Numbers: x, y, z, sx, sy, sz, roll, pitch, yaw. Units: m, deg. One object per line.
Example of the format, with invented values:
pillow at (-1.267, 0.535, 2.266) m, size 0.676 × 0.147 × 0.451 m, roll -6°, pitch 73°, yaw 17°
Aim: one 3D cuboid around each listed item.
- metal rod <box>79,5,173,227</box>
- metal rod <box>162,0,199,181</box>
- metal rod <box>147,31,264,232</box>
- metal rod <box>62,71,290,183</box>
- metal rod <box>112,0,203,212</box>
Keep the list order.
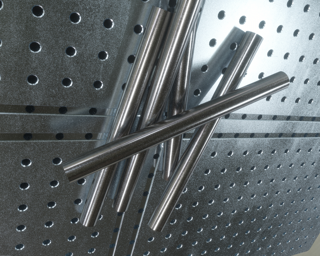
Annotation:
metal rod at (-0.049, 0.001, 0.386) m, size 0.025 × 0.025 × 0.298 m, roll 9°, pitch 114°, yaw -33°
metal rod at (0.025, -0.057, 0.391) m, size 0.025 × 0.025 × 0.298 m, roll -10°, pitch 123°, yaw -24°
metal rod at (0.058, 0.011, 0.428) m, size 0.025 × 0.025 × 0.298 m, roll 20°, pitch 100°, yaw -36°
metal rod at (0.032, -0.008, 0.377) m, size 0.302 × 0.025 × 0.025 m, roll -23°, pitch 127°, yaw -16°
metal rod at (-0.013, -0.011, 0.383) m, size 0.025 × 0.025 × 0.298 m, roll 3°, pitch 122°, yaw -30°
